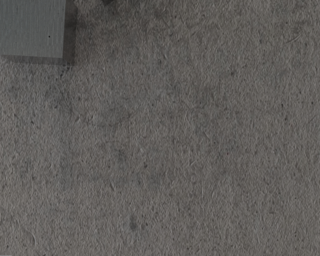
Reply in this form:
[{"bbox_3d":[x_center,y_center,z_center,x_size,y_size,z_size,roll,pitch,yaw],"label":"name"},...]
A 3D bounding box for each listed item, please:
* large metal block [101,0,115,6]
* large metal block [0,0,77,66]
[{"bbox_3d":[-0.063,-0.220,0.397,0.080,0.050,0.080,-33,90,0],"label":"large metal block"},{"bbox_3d":[-0.155,-0.126,0.396,0.080,0.050,0.080,3,90,0],"label":"large metal block"}]
